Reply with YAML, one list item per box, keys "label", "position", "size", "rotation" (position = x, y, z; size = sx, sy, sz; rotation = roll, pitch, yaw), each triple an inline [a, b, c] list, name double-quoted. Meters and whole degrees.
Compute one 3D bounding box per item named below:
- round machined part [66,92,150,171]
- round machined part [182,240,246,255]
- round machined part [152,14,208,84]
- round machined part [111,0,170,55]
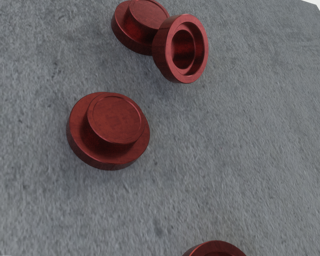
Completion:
- label: "round machined part"
  position: [-0.056, -0.003, 0.365]
  size: [0.099, 0.042, 0.098]
  rotation: [14, 56, -21]
- label: "round machined part"
  position: [0.055, 0.171, 0.320]
  size: [0.099, 0.042, 0.098]
  rotation: [14, 56, -21]
- label: "round machined part"
  position: [0.026, -0.116, 0.458]
  size: [0.099, 0.042, 0.097]
  rotation: [-12, 107, -45]
- label: "round machined part"
  position: [-0.022, -0.165, 0.483]
  size: [0.099, 0.042, 0.098]
  rotation: [14, 56, -21]
